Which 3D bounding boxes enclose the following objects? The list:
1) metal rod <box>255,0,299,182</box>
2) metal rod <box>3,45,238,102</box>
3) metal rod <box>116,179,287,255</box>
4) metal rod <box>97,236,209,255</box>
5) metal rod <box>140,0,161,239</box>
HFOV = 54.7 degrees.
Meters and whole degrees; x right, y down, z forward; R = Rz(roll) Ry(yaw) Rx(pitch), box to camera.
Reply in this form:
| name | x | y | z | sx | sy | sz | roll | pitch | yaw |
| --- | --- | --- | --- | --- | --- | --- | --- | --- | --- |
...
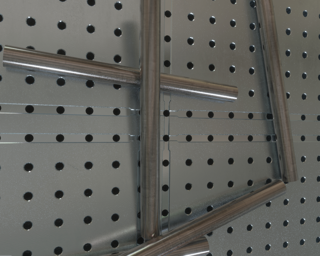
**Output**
| name | x | y | z | sx | sy | sz | roll | pitch | yaw |
| --- | --- | --- | --- | --- | --- | --- | --- | --- | --- |
| metal rod | 0.181 | -0.064 | 0.481 | 0.025 | 0.025 | 0.298 | -11 | 94 | -20 |
| metal rod | -0.034 | -0.065 | 0.400 | 0.302 | 0.025 | 0.025 | 6 | 88 | -20 |
| metal rod | 0.057 | 0.133 | 0.420 | 0.302 | 0.025 | 0.025 | -17 | 96 | -25 |
| metal rod | -0.078 | 0.172 | 0.384 | 0.303 | 0.025 | 0.025 | -3 | 91 | -21 |
| metal rod | -0.012 | -0.007 | 0.389 | 0.025 | 0.025 | 0.298 | -3 | 99 | -20 |
